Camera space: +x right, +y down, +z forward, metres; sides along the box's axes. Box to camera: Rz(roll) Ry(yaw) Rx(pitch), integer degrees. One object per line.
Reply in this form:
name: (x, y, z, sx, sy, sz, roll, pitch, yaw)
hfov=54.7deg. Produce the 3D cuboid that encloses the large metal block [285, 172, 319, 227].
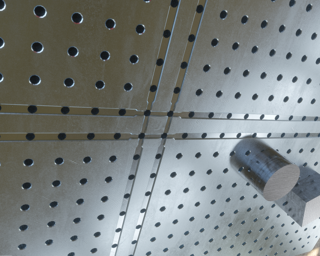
large metal block: (0.321, 0.154, 0.666, 0.081, 0.050, 0.080, -22, 127, -15)

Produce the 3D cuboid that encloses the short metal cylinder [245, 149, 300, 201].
short metal cylinder: (0.201, 0.084, 0.557, 0.081, 0.050, 0.079, -14, 124, -21)
